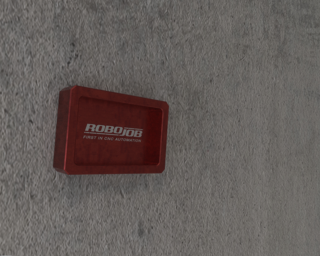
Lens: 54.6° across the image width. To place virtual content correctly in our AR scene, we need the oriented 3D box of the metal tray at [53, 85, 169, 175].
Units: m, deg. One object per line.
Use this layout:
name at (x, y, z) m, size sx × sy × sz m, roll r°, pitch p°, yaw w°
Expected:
metal tray at (-0.050, 0.007, 0.358) m, size 0.131 × 0.030 × 0.090 m, roll 6°, pitch 86°, yaw -40°
